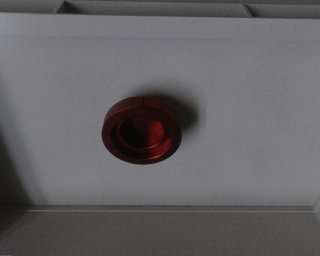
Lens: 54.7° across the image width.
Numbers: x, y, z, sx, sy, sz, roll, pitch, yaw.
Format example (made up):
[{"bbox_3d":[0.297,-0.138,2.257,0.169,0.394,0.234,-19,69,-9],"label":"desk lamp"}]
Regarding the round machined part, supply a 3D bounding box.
[{"bbox_3d":[-0.022,-0.001,0.397,0.099,0.042,0.097,-1,130,0],"label":"round machined part"}]
